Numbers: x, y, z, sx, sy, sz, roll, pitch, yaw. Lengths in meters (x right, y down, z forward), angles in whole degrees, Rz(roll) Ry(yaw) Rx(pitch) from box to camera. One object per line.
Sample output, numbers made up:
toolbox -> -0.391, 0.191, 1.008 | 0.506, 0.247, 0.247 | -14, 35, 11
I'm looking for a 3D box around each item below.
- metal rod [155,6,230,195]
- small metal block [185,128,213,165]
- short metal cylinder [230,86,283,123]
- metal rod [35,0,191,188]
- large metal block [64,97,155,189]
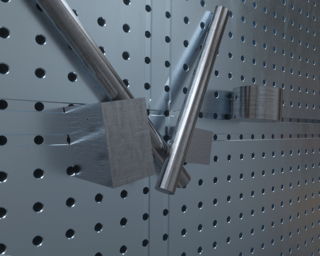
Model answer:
metal rod -> 0.052, -0.054, 0.432 | 0.025, 0.025, 0.300 | 37, 61, -34
small metal block -> 0.049, 0.026, 0.450 | 0.050, 0.025, 0.050 | 12, 83, -39
short metal cylinder -> 0.157, -0.037, 0.505 | 0.081, 0.080, 0.050 | 6, 86, -40
metal rod -> -0.045, -0.035, 0.370 | 0.025, 0.025, 0.299 | -50, 120, -28
large metal block -> -0.055, 0.012, 0.328 | 0.050, 0.080, 0.079 | -12, 98, -39
